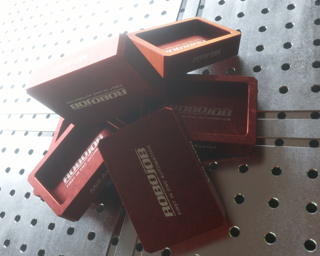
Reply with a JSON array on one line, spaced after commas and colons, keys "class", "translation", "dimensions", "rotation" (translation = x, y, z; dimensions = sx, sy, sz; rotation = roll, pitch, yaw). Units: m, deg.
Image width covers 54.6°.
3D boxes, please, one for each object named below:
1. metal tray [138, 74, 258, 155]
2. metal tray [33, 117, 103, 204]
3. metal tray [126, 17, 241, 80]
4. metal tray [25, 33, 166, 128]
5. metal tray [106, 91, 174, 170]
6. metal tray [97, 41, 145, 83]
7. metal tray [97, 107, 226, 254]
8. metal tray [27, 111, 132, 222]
[{"class": "metal tray", "translation": [0.046, -0.020, 0.370], "dimensions": [0.130, 0.030, 0.090], "rotation": [4, 63, 11]}, {"class": "metal tray", "translation": [-0.118, 0.039, 0.445], "dimensions": [0.090, 0.030, 0.130], "rotation": [-4, 59, 25]}, {"class": "metal tray", "translation": [0.032, -0.112, 0.415], "dimensions": [0.131, 0.030, 0.090], "rotation": [-24, 44, -29]}, {"class": "metal tray", "translation": [-0.070, -0.046, 0.349], "dimensions": [0.130, 0.090, 0.030], "rotation": [-14, 56, 26]}, {"class": "metal tray", "translation": [-0.022, -0.007, 0.422], "dimensions": [0.090, 0.030, 0.130], "rotation": [-3, 58, 24]}, {"class": "metal tray", "translation": [-0.064, -0.084, 0.469], "dimensions": [0.090, 0.030, 0.130], "rotation": [-38, 35, 2]}, {"class": "metal tray", "translation": [0.001, 0.054, 0.329], "dimensions": [0.090, 0.030, 0.130], "rotation": [-26, 86, 12]}, {"class": "metal tray", "translation": [-0.098, 0.039, 0.394], "dimensions": [0.090, 0.030, 0.130], "rotation": [30, 78, 38]}]
